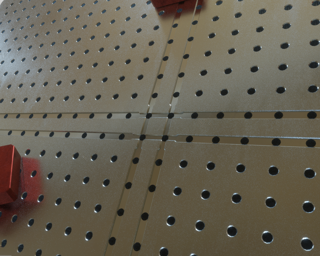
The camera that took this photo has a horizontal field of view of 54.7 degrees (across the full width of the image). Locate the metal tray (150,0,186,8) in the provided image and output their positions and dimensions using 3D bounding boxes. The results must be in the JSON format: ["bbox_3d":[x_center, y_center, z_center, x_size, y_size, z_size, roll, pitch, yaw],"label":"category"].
[{"bbox_3d":[0.032,-0.282,0.559,0.090,0.030,0.130,-5,59,25],"label":"metal tray"}]

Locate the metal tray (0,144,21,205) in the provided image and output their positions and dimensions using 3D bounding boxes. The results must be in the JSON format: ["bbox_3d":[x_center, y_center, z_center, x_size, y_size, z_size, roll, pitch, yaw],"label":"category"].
[{"bbox_3d":[-0.284,0.079,0.466,0.131,0.030,0.090,-12,48,-8],"label":"metal tray"}]
